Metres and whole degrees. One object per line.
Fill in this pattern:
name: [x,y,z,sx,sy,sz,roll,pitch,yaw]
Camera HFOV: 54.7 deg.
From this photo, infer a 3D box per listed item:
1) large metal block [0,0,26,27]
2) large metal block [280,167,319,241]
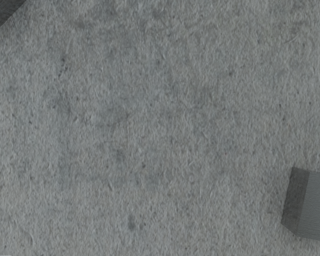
large metal block: [-0.231,-0.179,0.394,0.080,0.050,0.080,44,90,-1]
large metal block: [0.213,0.100,0.400,0.080,0.050,0.080,12,90,-1]
